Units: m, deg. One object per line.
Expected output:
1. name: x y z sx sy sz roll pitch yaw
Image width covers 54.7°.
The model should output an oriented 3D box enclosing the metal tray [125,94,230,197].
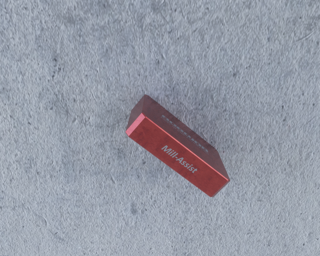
1. metal tray: 0.022 0.019 0.384 0.130 0.090 0.030 38 106 -13
